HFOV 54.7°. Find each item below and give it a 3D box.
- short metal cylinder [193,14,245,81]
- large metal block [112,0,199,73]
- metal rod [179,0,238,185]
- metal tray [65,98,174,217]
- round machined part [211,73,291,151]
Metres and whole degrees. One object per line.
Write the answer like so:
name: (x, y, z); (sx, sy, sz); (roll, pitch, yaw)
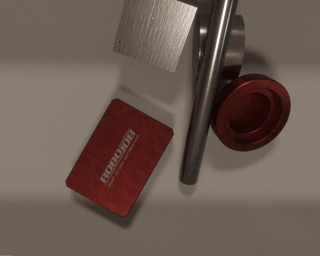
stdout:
short metal cylinder: (0.070, -0.099, 0.385); (0.050, 0.080, 0.079); (1, 90, 0)
large metal block: (-0.005, -0.125, 0.383); (0.080, 0.050, 0.079); (20, 119, -1)
metal rod: (0.056, -0.062, 0.345); (0.025, 0.025, 0.298); (8, 118, -1)
metal tray: (-0.051, 0.038, 0.408); (0.090, 0.030, 0.130); (30, 90, -1)
round machined part: (0.109, -0.022, 0.390); (0.099, 0.042, 0.097); (-7, 119, -12)
